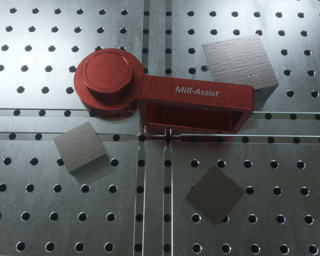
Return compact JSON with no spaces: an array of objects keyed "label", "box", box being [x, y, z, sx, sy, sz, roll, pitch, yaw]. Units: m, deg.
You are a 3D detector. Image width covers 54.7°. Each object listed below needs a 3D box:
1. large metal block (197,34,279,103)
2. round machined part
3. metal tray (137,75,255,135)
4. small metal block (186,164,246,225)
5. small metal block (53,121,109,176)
[{"label":"large metal block","box":[0.103,-0.075,0.427,0.081,0.050,0.080,-12,71,-5]},{"label":"round machined part","box":[-0.070,-0.069,0.427,0.099,0.042,0.098,0,70,-1]},{"label":"metal tray","box":[0.041,-0.026,0.387,0.131,0.090,0.030,6,71,2]},{"label":"small metal block","box":[0.068,0.082,0.383,0.050,0.025,0.050,41,75,13]},{"label":"small metal block","box":[-0.102,0.027,0.401,0.050,0.025,0.050,-28,73,-10]}]
